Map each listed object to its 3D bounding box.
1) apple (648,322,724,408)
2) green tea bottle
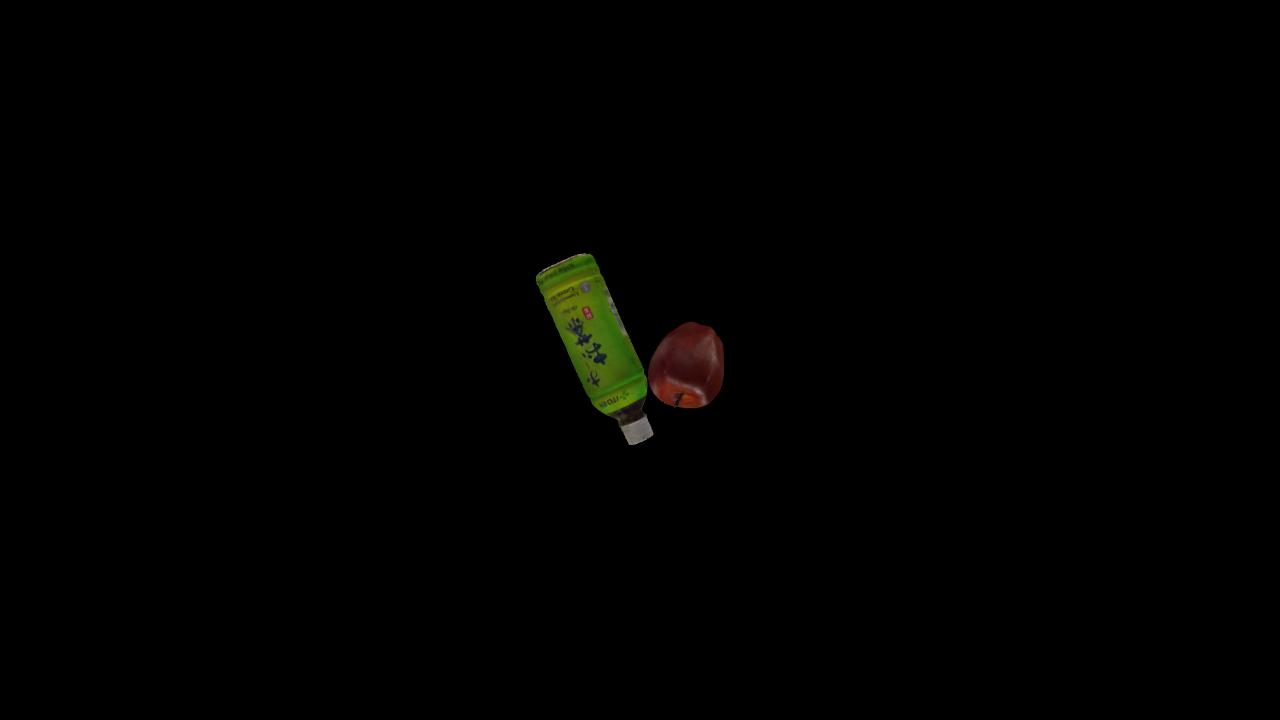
[{"bbox_3d":[0.048,0.007,0.632,0.079,0.093,0.079,14,-29,8],"label":"apple"},{"bbox_3d":[-0.040,-0.009,0.672,0.073,0.212,0.073,-26,2,1],"label":"green tea bottle"}]
